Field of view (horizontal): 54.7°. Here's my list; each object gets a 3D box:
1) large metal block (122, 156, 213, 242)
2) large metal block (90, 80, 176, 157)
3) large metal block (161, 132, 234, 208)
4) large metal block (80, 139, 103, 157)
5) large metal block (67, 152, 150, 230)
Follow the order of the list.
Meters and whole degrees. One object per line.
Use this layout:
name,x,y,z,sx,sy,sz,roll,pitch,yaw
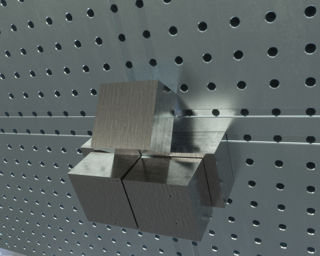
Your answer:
large metal block,0.012,0.082,0.371,0.080,0.050,0.080,0,119,28
large metal block,-0.031,-0.010,0.377,0.080,0.050,0.080,0,77,27
large metal block,0.045,0.052,0.402,0.080,0.050,0.080,-1,118,28
large metal block,-0.058,0.051,0.456,0.080,0.050,0.079,2,119,27
large metal block,-0.061,0.080,0.407,0.080,0.050,0.080,0,119,28
